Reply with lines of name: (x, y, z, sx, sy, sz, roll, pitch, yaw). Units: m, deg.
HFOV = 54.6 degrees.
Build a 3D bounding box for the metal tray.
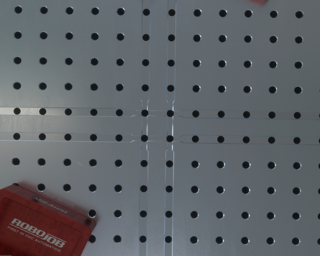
metal tray: (-0.164, 0.142, 0.409, 0.130, 0.030, 0.090, 25, 90, 0)
